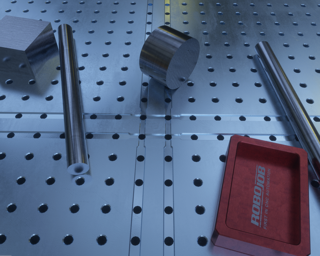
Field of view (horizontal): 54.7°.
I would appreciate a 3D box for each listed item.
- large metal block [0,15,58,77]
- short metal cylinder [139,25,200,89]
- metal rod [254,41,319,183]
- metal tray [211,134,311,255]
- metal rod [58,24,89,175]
[{"bbox_3d":[-0.226,-0.134,0.501,0.080,0.050,0.080,11,51,9],"label":"large metal block"},{"bbox_3d":[0.015,-0.104,0.460,0.050,0.080,0.080,33,57,24],"label":"short metal cylinder"},{"bbox_3d":[0.188,-0.022,0.428,0.025,0.025,0.300,-4,50,-4],"label":"metal rod"},{"bbox_3d":[0.113,0.073,0.344,0.090,0.030,0.130,13,51,10],"label":"metal tray"},{"bbox_3d":[-0.133,-0.063,0.458,0.025,0.025,0.300,-11,51,-9],"label":"metal rod"}]
